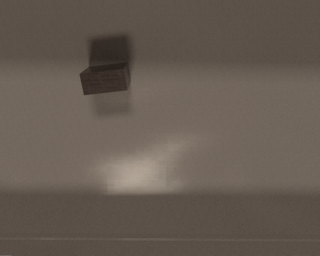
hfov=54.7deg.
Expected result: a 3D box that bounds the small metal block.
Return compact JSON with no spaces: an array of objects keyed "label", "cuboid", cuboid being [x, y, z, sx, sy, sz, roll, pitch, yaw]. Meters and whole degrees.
[{"label":"small metal block","cuboid":[-0.064,-0.061,0.375,0.050,0.050,0.025,-6,110,2]}]
